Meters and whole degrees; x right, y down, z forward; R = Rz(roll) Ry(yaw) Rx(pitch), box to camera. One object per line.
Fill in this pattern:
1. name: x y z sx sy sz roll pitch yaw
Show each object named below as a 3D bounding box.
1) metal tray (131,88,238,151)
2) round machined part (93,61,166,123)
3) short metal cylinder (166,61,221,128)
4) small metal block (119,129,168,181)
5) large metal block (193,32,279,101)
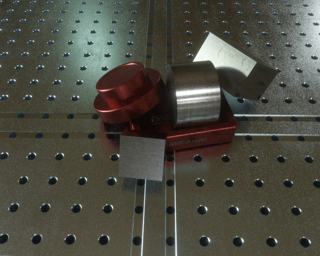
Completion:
1. metal tray: 0.026 -0.017 0.415 0.131 0.030 0.090 -9 51 -8
2. round machined part: -0.045 -0.053 0.411 0.098 0.042 0.098 -19 33 13
3. short metal cylinder: 0.038 -0.042 0.386 0.050 0.080 0.080 -6 50 -6
4. small metal block: -0.019 0.031 0.358 0.050 0.050 0.025 6 16 5
5. large metal block: 0.105 -0.083 0.432 0.081 0.050 0.080 0 38 -51
